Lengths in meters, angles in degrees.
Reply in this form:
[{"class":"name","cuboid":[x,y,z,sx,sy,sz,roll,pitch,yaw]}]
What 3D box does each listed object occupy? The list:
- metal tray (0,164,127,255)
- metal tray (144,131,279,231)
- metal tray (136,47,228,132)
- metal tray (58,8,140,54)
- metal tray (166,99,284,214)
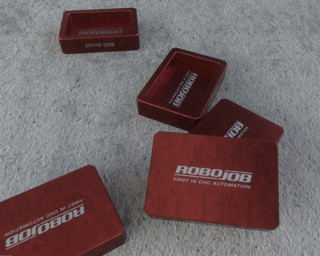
[{"class":"metal tray","cuboid":[-0.111,0.102,0.313,0.131,0.030,0.090,-23,54,-18]},{"class":"metal tray","cuboid":[0.055,0.055,0.328,0.131,0.030,0.090,5,68,5]},{"class":"metal tray","cuboid":[0.035,-0.060,0.450,0.090,0.030,0.130,19,53,15]},{"class":"metal tray","cuboid":[-0.104,-0.172,0.543,0.131,0.030,0.090,-4,50,-4]},{"class":"metal tray","cuboid":[0.079,0.027,0.377,0.090,0.030,0.131,32,57,24]}]
